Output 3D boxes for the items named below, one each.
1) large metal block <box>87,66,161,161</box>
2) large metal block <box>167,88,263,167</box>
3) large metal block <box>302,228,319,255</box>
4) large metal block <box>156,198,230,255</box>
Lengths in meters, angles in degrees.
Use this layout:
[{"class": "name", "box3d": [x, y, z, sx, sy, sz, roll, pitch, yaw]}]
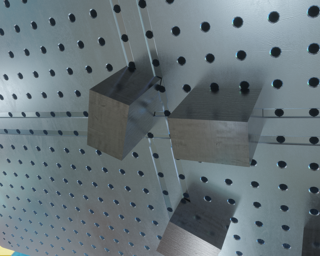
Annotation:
[{"class": "large metal block", "box3d": [-0.045, -0.020, 0.387, 0.050, 0.080, 0.079, 23, 127, 14]}, {"class": "large metal block", "box3d": [0.064, -0.005, 0.339, 0.080, 0.080, 0.050, 4, 120, 26]}, {"class": "large metal block", "box3d": [0.205, 0.185, 0.382, 0.050, 0.080, 0.080, -2, 117, 29]}, {"class": "large metal block", "box3d": [0.049, 0.167, 0.473, 0.080, 0.050, 0.079, 26, 128, 12]}]
